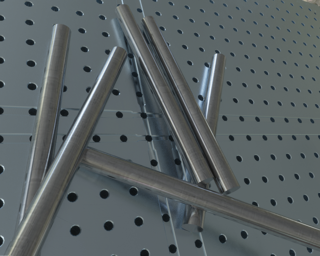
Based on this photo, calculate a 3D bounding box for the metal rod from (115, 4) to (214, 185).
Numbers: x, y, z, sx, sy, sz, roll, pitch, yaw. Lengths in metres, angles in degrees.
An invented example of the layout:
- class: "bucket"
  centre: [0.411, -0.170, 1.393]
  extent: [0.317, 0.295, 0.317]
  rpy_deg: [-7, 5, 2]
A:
- class: "metal rod"
  centre: [-0.003, -0.061, 0.427]
  extent: [0.025, 0.025, 0.299]
  rpy_deg: [-8, 61, -32]

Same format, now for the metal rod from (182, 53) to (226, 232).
- class: "metal rod"
  centre: [0.069, -0.002, 0.445]
  extent: [0.025, 0.025, 0.300]
  rpy_deg: [25, 53, -13]

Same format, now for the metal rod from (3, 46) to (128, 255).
- class: "metal rod"
  centre: [-0.086, 0.003, 0.340]
  extent: [0.025, 0.025, 0.300]
  rpy_deg: [26, 47, -12]

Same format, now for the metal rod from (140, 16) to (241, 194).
- class: "metal rod"
  centre: [0.032, -0.048, 0.434]
  extent: [0.025, 0.025, 0.299]
  rpy_deg: [-5, 58, -31]

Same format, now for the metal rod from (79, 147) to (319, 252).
- class: "metal rod"
  centre: [0.057, 0.083, 0.352]
  extent: [0.301, 0.025, 0.025]
  rpy_deg: [20, 53, -3]

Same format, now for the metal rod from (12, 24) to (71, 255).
- class: "metal rod"
  centre: [-0.125, -0.001, 0.340]
  extent: [0.025, 0.025, 0.299]
  rpy_deg: [11, 57, -22]
